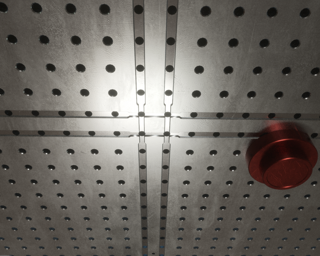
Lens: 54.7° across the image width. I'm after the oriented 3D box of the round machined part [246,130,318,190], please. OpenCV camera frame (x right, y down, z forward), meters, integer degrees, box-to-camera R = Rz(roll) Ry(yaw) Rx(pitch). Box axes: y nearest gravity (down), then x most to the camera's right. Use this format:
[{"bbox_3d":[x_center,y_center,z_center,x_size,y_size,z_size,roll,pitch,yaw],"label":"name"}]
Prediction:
[{"bbox_3d":[0.178,0.052,0.448,0.099,0.042,0.097,-1,130,0],"label":"round machined part"}]
